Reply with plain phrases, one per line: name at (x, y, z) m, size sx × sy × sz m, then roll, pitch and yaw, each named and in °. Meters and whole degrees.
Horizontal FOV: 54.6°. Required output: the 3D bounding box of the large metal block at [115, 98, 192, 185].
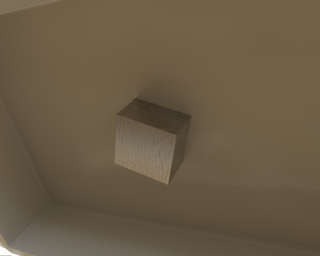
large metal block at (-0.011, 0.016, 0.409) m, size 0.080 × 0.050 × 0.079 m, roll 19°, pitch 126°, yaw 17°
